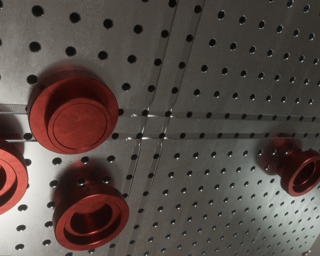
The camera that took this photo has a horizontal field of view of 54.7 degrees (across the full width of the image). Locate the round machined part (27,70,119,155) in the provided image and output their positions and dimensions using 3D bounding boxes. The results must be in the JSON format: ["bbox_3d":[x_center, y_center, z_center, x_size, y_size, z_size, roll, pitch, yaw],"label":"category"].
[{"bbox_3d":[-0.093,-0.011,0.344,0.099,0.042,0.097,-14,125,-21],"label":"round machined part"}]

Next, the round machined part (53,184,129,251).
[{"bbox_3d":[-0.095,0.115,0.421,0.099,0.042,0.097,-14,125,-21],"label":"round machined part"}]

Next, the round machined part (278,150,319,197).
[{"bbox_3d":[0.273,0.083,0.604,0.099,0.042,0.097,-14,125,-21],"label":"round machined part"}]

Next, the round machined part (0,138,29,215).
[{"bbox_3d":[-0.193,0.048,0.325,0.099,0.042,0.097,-14,124,-21],"label":"round machined part"}]
